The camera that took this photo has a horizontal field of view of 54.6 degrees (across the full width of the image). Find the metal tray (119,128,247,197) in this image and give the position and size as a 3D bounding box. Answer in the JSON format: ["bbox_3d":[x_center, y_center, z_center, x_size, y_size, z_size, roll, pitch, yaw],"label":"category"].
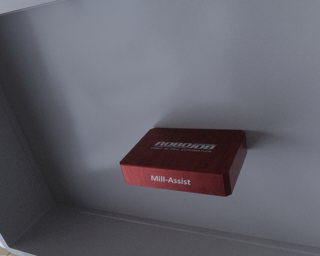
[{"bbox_3d":[0.030,0.035,0.373,0.130,0.090,0.030,1,119,27],"label":"metal tray"}]
